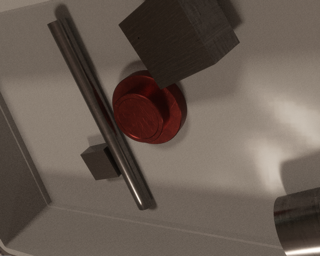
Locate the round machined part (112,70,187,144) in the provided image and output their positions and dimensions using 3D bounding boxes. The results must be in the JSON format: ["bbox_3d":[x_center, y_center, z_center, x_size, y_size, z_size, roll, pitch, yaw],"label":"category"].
[{"bbox_3d":[-0.019,-0.020,0.394,0.098,0.042,0.097,13,124,20],"label":"round machined part"}]

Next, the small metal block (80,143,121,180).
[{"bbox_3d":[-0.088,0.052,0.485,0.050,0.025,0.050,-14,112,33],"label":"small metal block"}]

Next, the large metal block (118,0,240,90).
[{"bbox_3d":[0.018,-0.095,0.311,0.080,0.050,0.080,-18,111,51],"label":"large metal block"}]

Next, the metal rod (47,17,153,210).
[{"bbox_3d":[-0.077,-0.006,0.443,0.025,0.025,0.299,-10,114,32],"label":"metal rod"}]

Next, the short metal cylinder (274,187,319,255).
[{"bbox_3d":[0.173,0.112,0.351,0.050,0.080,0.080,-27,104,37],"label":"short metal cylinder"}]
